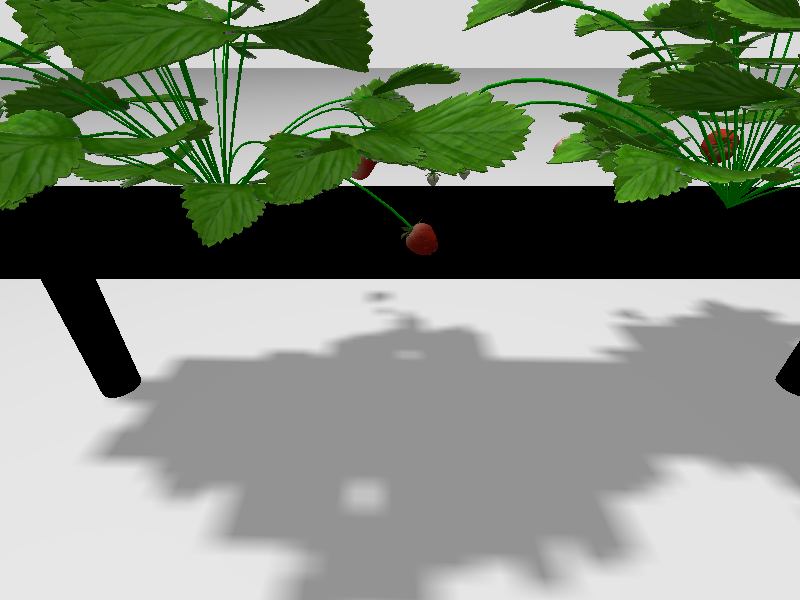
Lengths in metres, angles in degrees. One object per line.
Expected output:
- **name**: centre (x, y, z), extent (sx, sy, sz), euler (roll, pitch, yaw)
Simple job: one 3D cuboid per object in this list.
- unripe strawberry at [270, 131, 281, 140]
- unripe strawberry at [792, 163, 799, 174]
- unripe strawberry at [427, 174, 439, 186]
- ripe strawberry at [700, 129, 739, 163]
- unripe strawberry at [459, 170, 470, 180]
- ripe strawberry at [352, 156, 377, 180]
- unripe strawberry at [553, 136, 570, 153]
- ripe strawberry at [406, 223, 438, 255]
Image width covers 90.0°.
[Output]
- **unripe strawberry**: centre (-0.167, -0.220, 0.554), extent (0.025, 0.028, 0.027), euler (-2, 31, -3)
- **unripe strawberry**: centre (0.431, -0.142, 0.433), extent (0.010, 0.011, 0.011), euler (-20, 37, -29)
- **unripe strawberry**: centre (0.027, -0.100, 0.333), extent (0.010, 0.010, 0.011), euler (-2, 32, -3)
- **ripe strawberry**: centre (0.404, -0.195, 0.508), extent (0.038, 0.040, 0.041), euler (17, 30, 26)
- **unripe strawberry**: centre (0.060, -0.118, 0.374), extent (0.011, 0.011, 0.010), euler (4, 32, 6)
- **ripe strawberry**: centre (-0.042, -0.152, 0.439), extent (0.039, 0.038, 0.036), euler (-25, 40, -35)
- **unripe strawberry**: centre (0.210, -0.191, 0.506), extent (0.033, 0.029, 0.030), euler (-14, 24, -21)
- **ripe strawberry**: centre (0.015, -0.040, 0.269), extent (0.020, 0.022, 0.022), euler (-42, -4, -47)
